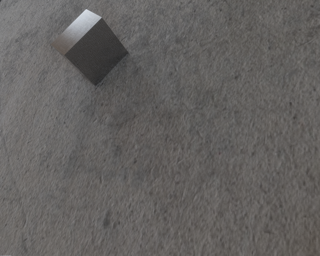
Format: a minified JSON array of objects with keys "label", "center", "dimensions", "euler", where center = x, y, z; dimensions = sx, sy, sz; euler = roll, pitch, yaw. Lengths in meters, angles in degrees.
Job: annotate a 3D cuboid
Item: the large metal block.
[{"label":"large metal block","center":[-0.113,-0.129,0.505],"dimensions":[0.080,0.080,0.050],"euler":[-48,52,-5]}]
